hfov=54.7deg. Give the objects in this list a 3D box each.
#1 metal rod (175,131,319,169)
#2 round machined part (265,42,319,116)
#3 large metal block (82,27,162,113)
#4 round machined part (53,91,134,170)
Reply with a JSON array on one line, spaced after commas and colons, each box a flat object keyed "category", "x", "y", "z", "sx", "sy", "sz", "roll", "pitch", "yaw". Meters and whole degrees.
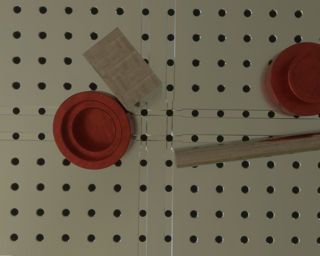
[{"category": "metal rod", "x": 0.171, "y": 0.023, "z": 0.414, "sx": 0.302, "sy": 0.025, "sz": 0.025, "roll": -7, "pitch": 90, "yaw": 0}, {"category": "round machined part", "x": 0.194, "y": -0.065, "z": 0.406, "sx": 0.099, "sy": 0.042, "sz": 0.097, "roll": 0, "pitch": 90, "yaw": 0}, {"category": "large metal block", "x": -0.042, "y": -0.067, "z": 0.385, "sx": 0.050, "sy": 0.080, "sz": 0.080, "roll": -39, "pitch": 90, "yaw": 0}, {"category": "round machined part", "x": -0.082, "y": 0.001, "z": 0.398, "sx": 0.099, "sy": 0.042, "sz": 0.097, "roll": 1, "pitch": 99, "yaw": 7}]
